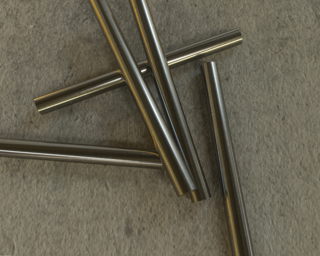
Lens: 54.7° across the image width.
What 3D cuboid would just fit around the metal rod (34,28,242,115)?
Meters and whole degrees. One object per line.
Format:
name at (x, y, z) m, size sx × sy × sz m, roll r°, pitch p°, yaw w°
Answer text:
metal rod at (-0.024, -0.082, 0.437) m, size 0.302 × 0.025 × 0.025 m, roll -21°, pitch 72°, yaw -8°

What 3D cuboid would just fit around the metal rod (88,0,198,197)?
metal rod at (-0.029, -0.055, 0.400) m, size 0.025 × 0.025 × 0.299 m, roll -23°, pitch 73°, yaw -8°

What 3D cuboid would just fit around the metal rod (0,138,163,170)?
metal rod at (-0.147, 0.029, 0.395) m, size 0.302 × 0.025 × 0.025 m, roll 4°, pitch 70°, yaw 1°

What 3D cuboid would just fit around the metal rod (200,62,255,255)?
metal rod at (0.085, 0.052, 0.390) m, size 0.025 × 0.025 × 0.299 m, roll -6°, pitch 70°, yaw -2°

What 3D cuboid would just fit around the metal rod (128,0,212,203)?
metal rod at (0.008, -0.053, 0.406) m, size 0.025 × 0.025 × 0.299 m, roll -16°, pitch 79°, yaw -6°
